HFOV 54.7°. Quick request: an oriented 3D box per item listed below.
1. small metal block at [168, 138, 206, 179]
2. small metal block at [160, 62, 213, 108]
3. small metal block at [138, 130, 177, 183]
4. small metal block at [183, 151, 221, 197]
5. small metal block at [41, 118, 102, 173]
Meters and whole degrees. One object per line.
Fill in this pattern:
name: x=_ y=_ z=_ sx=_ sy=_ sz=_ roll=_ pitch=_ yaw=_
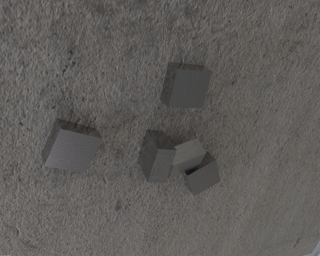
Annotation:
small metal block: x=0.032 y=0.044 z=0.438 sx=0.050 sy=0.025 sz=0.050 roll=-20 pitch=155 yaw=-17
small metal block: x=0.033 y=-0.053 z=0.391 sx=0.050 sy=0.025 sz=0.050 roll=-1 pitch=119 yaw=-28
small metal block: x=-0.005 y=0.037 z=0.409 sx=0.025 sy=0.050 sz=0.050 roll=6 pitch=116 yaw=-24
small metal block: x=0.064 y=0.072 z=0.486 sx=0.050 sy=0.025 sz=0.050 roll=-27 pitch=128 yaw=-11
small metal block: x=-0.104 y=0.022 z=0.363 sx=0.050 sy=0.025 sz=0.050 roll=17 pitch=110 yaw=-35
